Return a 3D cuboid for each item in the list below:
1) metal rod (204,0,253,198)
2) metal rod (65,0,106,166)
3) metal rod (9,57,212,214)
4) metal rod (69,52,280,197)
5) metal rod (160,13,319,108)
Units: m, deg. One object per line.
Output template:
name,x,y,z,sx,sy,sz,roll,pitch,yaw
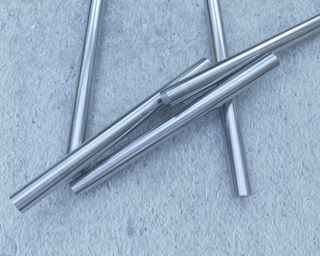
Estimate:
metal rod,0.091,-0.057,0.429,0.025,0.025,0.299,-4,70,-1
metal rod,-0.102,-0.087,0.439,0.025,0.025,0.299,3,70,1
metal rod,-0.046,-0.003,0.391,0.301,0.025,0.025,-38,74,-20
metal rod,0.022,-0.007,0.392,0.301,0.025,0.025,-33,73,-5
metal rod,0.133,-0.103,0.425,0.302,0.025,0.025,-28,72,-18
